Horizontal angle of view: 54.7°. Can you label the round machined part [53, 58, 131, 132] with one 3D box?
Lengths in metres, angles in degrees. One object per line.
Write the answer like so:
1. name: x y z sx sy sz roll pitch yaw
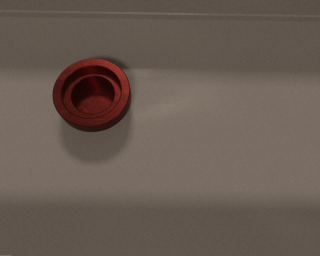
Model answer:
1. round machined part: -0.088 -0.040 0.414 0.099 0.042 0.098 0 70 -1
